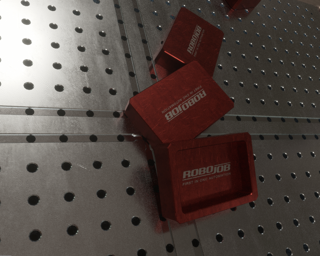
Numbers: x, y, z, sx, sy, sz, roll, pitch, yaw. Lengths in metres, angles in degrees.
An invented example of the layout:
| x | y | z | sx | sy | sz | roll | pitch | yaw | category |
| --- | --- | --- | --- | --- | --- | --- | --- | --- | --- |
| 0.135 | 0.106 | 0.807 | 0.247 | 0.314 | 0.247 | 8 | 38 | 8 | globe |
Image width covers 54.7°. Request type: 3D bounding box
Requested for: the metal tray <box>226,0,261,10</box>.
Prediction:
| x | y | z | sx | sy | sz | roll | pitch | yaw | category |
| --- | --- | --- | --- | --- | --- | --- | --- | --- | --- |
| 0.163 | -0.328 | 0.695 | 0.091 | 0.030 | 0.130 | -23 | 74 | -36 | metal tray |

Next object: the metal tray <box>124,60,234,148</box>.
| x | y | z | sx | sy | sz | roll | pitch | yaw | category |
| --- | --- | --- | --- | --- | --- | --- | --- | --- | --- |
| 0.029 | -0.028 | 0.426 | 0.131 | 0.030 | 0.090 | -36 | 82 | -29 | metal tray |

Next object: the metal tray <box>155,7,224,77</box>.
| x | y | z | sx | sy | sz | roll | pitch | yaw | category |
| --- | --- | --- | --- | --- | --- | --- | --- | --- | --- |
| 0.053 | -0.137 | 0.520 | 0.090 | 0.030 | 0.130 | 28 | 52 | -11 | metal tray |

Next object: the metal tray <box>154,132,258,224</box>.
| x | y | z | sx | sy | sz | roll | pitch | yaw | category |
| --- | --- | --- | --- | --- | --- | --- | --- | --- | --- |
| 0.061 | 0.056 | 0.382 | 0.131 | 0.030 | 0.089 | -6 | 89 | -31 | metal tray |
